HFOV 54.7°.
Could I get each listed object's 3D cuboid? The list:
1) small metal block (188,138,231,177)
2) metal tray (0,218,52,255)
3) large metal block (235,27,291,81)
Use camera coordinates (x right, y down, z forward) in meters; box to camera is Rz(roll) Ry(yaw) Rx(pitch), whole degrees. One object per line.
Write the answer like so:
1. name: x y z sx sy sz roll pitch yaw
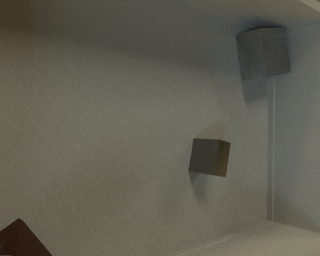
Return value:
1. small metal block: 0.072 0.043 0.453 0.025 0.050 0.050 17 80 -39
2. metal tray: -0.099 0.131 0.245 0.030 0.130 0.090 -37 104 -18
3. large metal block: 0.183 -0.131 0.547 0.081 0.050 0.079 -17 101 -39
